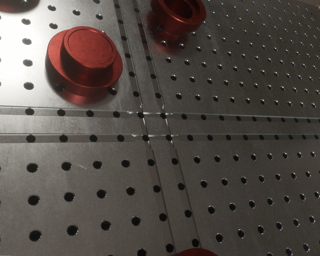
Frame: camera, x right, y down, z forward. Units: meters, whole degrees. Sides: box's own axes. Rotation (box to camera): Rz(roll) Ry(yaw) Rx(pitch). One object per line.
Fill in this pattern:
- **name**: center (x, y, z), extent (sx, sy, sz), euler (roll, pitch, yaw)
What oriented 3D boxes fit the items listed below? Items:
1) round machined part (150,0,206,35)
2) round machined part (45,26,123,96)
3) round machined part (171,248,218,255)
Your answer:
- **round machined part**: center (0.027, -0.202, 0.537), extent (0.099, 0.042, 0.098), euler (14, 56, -21)
- **round machined part**: center (-0.095, -0.093, 0.404), extent (0.099, 0.042, 0.098), euler (14, 56, -21)
- **round machined part**: center (0.044, 0.174, 0.316), extent (0.099, 0.042, 0.098), euler (14, 56, -21)
